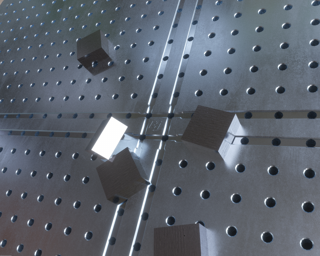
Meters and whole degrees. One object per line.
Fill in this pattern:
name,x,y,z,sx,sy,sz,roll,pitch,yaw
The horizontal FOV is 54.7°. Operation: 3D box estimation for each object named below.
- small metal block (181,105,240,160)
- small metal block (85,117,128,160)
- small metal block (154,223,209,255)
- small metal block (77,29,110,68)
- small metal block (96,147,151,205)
small metal block,0.061,0.004,0.373,0.050,0.025,0.050,17,70,34
small metal block,-0.074,0.015,0.421,0.050,0.025,0.050,-61,18,-16
small metal block,0.022,0.128,0.317,0.050,0.025,0.050,-13,56,20
small metal block,-0.121,-0.142,0.557,0.050,0.025,0.050,-22,54,14
small metal block,-0.047,0.061,0.394,0.050,0.025,0.050,-34,52,5
